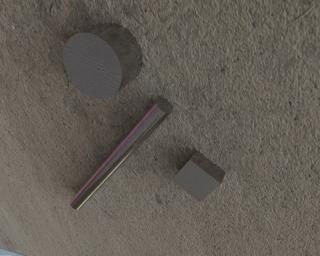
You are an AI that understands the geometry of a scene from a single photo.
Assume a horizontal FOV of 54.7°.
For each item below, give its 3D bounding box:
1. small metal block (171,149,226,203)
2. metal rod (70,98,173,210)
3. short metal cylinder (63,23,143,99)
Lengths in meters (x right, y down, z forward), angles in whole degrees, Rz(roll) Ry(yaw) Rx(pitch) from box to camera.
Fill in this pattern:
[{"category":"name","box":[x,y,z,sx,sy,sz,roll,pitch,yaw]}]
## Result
[{"category":"small metal block","box":[0.052,0.066,0.420,0.050,0.025,0.050,38,129,2]},{"category":"metal rod","box":[-0.074,0.056,0.480,0.025,0.025,0.298,43,129,-1]},{"category":"short metal cylinder","box":[-0.068,-0.082,0.376,0.080,0.050,0.079,13,124,21]}]
